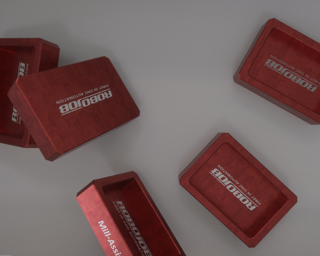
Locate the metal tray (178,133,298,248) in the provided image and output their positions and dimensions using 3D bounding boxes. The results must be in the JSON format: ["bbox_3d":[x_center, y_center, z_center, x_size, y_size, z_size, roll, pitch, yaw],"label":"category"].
[{"bbox_3d":[0.100,0.080,0.409,0.130,0.030,0.090,43,90,0],"label":"metal tray"}]

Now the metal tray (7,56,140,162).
[{"bbox_3d":[-0.094,-0.028,0.365,0.030,0.131,0.090,-30,90,43],"label":"metal tray"}]

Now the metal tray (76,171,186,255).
[{"bbox_3d":[-0.030,0.117,0.360,0.030,0.090,0.130,-39,73,21],"label":"metal tray"}]

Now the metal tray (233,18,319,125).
[{"bbox_3d":[0.177,-0.072,0.409,0.130,0.030,0.090,29,90,0],"label":"metal tray"}]

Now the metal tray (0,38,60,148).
[{"bbox_3d":[-0.178,-0.045,0.389,0.090,0.030,0.129,8,90,25],"label":"metal tray"}]
